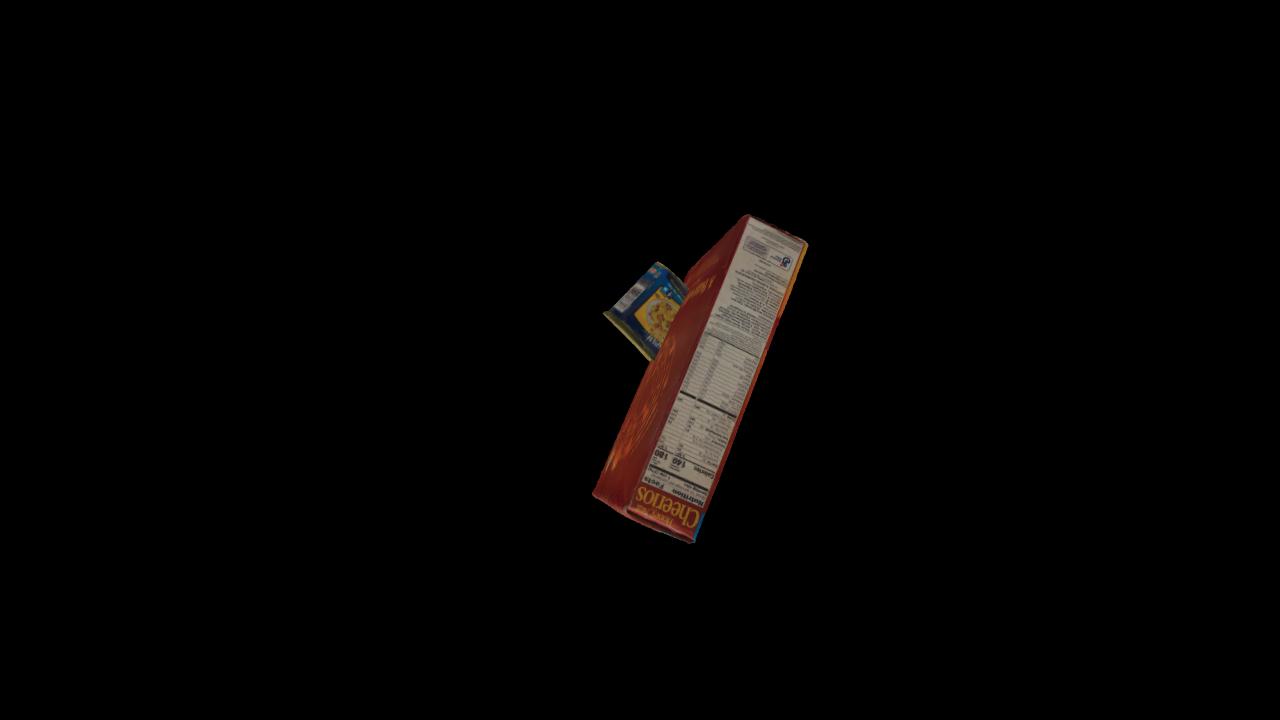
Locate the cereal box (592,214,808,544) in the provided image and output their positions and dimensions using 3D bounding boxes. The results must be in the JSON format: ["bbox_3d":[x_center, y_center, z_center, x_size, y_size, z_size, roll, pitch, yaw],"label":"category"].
[{"bbox_3d":[0.053,0.024,0.647,0.081,0.306,0.203,25,-13,-8],"label":"cereal box"}]

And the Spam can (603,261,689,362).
[{"bbox_3d":[0.024,-0.047,0.694,0.101,0.085,0.058,45,-2,-32],"label":"Spam can"}]
